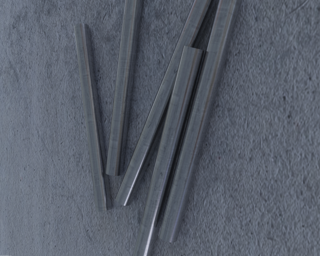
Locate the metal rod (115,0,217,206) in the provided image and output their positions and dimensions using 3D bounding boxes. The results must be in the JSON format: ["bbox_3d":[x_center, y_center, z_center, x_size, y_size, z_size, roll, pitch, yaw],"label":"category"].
[{"bbox_3d":[0.002,-0.027,0.403,0.025,0.025,0.298,35,111,34],"label":"metal rod"}]

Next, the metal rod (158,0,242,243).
[{"bbox_3d":[0.044,-0.003,0.368,0.025,0.025,0.298,22,104,38],"label":"metal rod"}]

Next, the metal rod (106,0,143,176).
[{"bbox_3d":[-0.050,-0.079,0.445,0.025,0.025,0.298,12,98,39],"label":"metal rod"}]

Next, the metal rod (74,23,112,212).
[{"bbox_3d":[-0.108,-0.021,0.493,0.025,0.025,0.298,-14,81,39],"label":"metal rod"}]

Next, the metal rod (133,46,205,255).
[{"bbox_3d":[0.005,0.049,0.391,0.025,0.025,0.298,25,108,37],"label":"metal rod"}]
